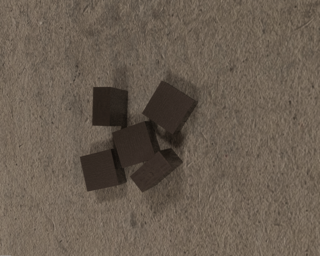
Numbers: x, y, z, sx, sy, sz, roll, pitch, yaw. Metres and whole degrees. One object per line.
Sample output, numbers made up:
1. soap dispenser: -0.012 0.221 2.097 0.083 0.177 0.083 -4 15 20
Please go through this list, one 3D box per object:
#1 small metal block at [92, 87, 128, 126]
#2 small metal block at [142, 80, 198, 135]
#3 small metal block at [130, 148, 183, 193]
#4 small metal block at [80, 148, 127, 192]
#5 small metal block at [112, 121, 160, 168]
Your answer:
1. small metal block: -0.066 -0.028 0.418 0.025 0.050 0.050 2 91 20
2. small metal block: 0.013 -0.026 0.404 0.050 0.025 0.050 35 101 16
3. small metal block: -0.003 0.053 0.396 0.050 0.050 0.025 -43 77 15
4. small metal block: -0.080 0.058 0.436 0.050 0.025 0.050 -15 85 19
5. small metal block: -0.031 0.022 0.419 0.050 0.025 0.050 -19 84 18
